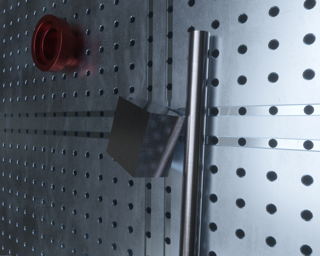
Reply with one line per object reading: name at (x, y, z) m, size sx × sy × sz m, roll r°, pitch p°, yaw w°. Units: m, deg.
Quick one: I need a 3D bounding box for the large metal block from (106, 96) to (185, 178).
large metal block at (-0.022, 0.010, 0.399) m, size 0.080 × 0.050 × 0.079 m, roll 31°, pitch 110°, yaw 51°

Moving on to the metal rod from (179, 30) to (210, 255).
metal rod at (0.041, 0.036, 0.375) m, size 0.025 × 0.025 × 0.298 m, roll 4°, pitch 93°, yaw 40°

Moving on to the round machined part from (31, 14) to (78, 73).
round machined part at (-0.184, -0.147, 0.550) m, size 0.098 × 0.042 × 0.097 m, roll 0°, pitch 90°, yaw 40°
